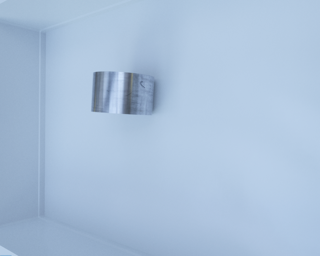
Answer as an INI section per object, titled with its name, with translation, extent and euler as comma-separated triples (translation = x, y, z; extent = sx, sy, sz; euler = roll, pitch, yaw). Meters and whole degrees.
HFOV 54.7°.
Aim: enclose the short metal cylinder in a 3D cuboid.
[short metal cylinder]
translation = -0.049, -0.044, 0.409
extent = 0.080, 0.081, 0.050
euler = 6, 94, 39
